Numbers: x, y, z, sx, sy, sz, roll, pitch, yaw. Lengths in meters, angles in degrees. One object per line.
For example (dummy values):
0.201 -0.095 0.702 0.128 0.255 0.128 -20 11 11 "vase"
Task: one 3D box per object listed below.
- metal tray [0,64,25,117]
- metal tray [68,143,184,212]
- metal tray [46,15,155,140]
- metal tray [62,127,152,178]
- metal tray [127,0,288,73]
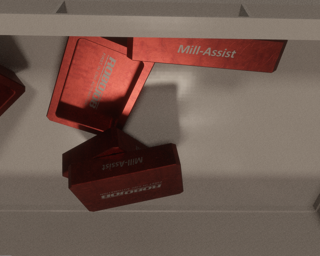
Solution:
-0.220 -0.021 0.321 0.130 0.030 0.090 -45 158 1 "metal tray"
-0.038 0.066 0.394 0.131 0.030 0.090 -12 146 -1 "metal tray"
-0.071 -0.051 0.360 0.091 0.030 0.129 19 128 -16 "metal tray"
-0.055 0.054 0.425 0.090 0.030 0.130 -27 143 21 "metal tray"
0.038 -0.092 0.288 0.131 0.090 0.030 4 130 -4 "metal tray"
